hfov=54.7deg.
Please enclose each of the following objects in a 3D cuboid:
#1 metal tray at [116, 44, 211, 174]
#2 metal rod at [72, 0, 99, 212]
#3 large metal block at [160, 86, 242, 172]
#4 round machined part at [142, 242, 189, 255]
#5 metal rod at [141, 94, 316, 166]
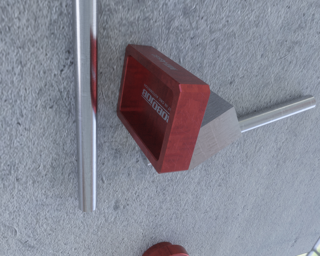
[{"bbox_3d":[-0.005,-0.025,0.321,0.030,0.130,0.089,-2,120,-28],"label":"metal tray"},{"bbox_3d":[-0.082,-0.024,0.347,0.025,0.025,0.298,-8,122,-25],"label":"metal rod"},{"bbox_3d":[0.043,-0.005,0.393,0.080,0.080,0.050,-33,129,-7],"label":"large metal block"},{"bbox_3d":[0.004,0.242,0.550,0.099,0.042,0.097,-14,125,-21],"label":"round machined part"},{"bbox_3d":[0.115,-0.002,0.470,0.302,0.025,0.025,-17,126,-19],"label":"metal rod"}]
